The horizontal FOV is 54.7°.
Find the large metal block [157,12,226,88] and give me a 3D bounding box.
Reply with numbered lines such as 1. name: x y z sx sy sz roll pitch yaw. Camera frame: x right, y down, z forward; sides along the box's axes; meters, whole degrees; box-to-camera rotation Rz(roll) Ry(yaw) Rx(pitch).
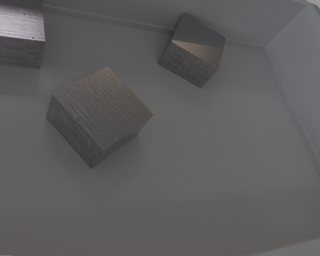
1. large metal block: 0.052 -0.123 0.492 0.080 0.050 0.080 28 52 -11

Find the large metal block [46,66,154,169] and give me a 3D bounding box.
1. large metal block: -0.070 -0.014 0.360 0.080 0.050 0.080 48 51 5

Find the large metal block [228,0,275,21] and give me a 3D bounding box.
1. large metal block: 0.206 -0.282 0.656 0.081 0.080 0.050 -29 78 -37

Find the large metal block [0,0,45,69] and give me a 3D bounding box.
1. large metal block: -0.183 -0.121 0.364 0.081 0.050 0.080 0 62 -28
